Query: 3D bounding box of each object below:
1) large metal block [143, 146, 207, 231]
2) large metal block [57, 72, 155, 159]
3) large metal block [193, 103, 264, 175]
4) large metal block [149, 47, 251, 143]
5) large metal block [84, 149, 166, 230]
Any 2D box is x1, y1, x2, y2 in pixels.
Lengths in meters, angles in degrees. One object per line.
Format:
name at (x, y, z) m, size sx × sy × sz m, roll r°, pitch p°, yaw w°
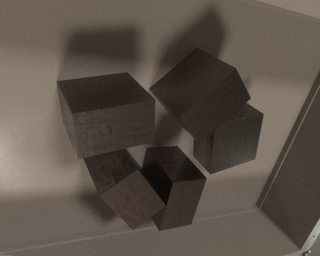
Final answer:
large metal block at (0.013, 0.081, 0.432) m, size 0.050 × 0.080 × 0.079 m, roll -2°, pitch 119°, yaw -28°
large metal block at (-0.059, -0.018, 0.331) m, size 0.081 × 0.080 × 0.050 m, roll -12°, pitch 124°, yaw -22°
large metal block at (0.098, 0.012, 0.455) m, size 0.081 × 0.050 × 0.079 m, roll -15°, pitch 125°, yaw -21°
large metal block at (0.046, -0.042, 0.374) m, size 0.080 × 0.080 × 0.050 m, roll -41°, pitch 130°, yaw -1°
large metal block at (-0.045, 0.066, 0.391) m, size 0.050 × 0.080 × 0.080 m, roll -35°, pitch 129°, yaw -5°
